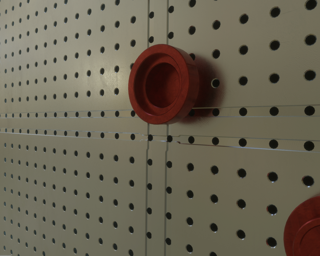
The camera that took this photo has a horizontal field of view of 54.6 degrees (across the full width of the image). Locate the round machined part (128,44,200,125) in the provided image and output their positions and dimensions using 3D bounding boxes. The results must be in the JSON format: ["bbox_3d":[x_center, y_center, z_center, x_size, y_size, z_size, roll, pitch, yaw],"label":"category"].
[{"bbox_3d":[0.009,-0.053,0.392,0.098,0.042,0.097,0,90,40],"label":"round machined part"}]

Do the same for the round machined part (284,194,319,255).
[{"bbox_3d":[0.157,0.107,0.269,0.098,0.042,0.097,0,90,40],"label":"round machined part"}]
